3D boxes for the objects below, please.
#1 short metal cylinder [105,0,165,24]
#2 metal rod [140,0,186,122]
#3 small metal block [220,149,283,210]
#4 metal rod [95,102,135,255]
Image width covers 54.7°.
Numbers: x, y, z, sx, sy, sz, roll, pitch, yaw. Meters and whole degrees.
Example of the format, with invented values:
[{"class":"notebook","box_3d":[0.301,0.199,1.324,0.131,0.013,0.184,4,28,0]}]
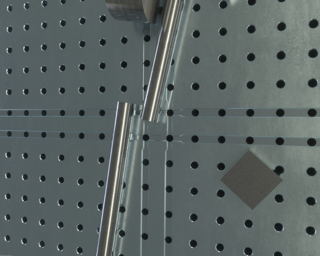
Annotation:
[{"class":"short metal cylinder","box_3d":[-0.028,-0.176,0.393,0.050,0.080,0.079,13,94,19]},{"class":"metal rod","box_3d":[0.018,-0.155,0.406,0.025,0.025,0.298,14,95,19]},{"class":"small metal block","box_3d":[0.110,0.061,0.374,0.050,0.025,0.050,44,103,14]},{"class":"metal rod","box_3d":[-0.069,0.112,0.436,0.025,0.025,0.298,9,93,19]}]
